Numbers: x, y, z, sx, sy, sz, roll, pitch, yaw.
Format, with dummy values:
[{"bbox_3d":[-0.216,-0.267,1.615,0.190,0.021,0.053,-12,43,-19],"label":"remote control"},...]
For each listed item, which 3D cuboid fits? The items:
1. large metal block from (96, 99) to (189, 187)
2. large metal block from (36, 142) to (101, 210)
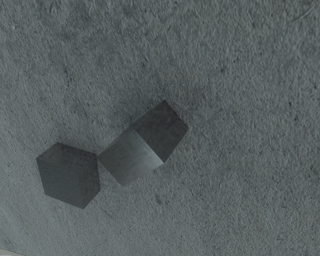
[{"bbox_3d":[-0.021,0.019,0.394,0.080,0.080,0.050,-34,99,38],"label":"large metal block"},{"bbox_3d":[-0.151,0.079,0.519,0.080,0.050,0.079,14,124,20],"label":"large metal block"}]
